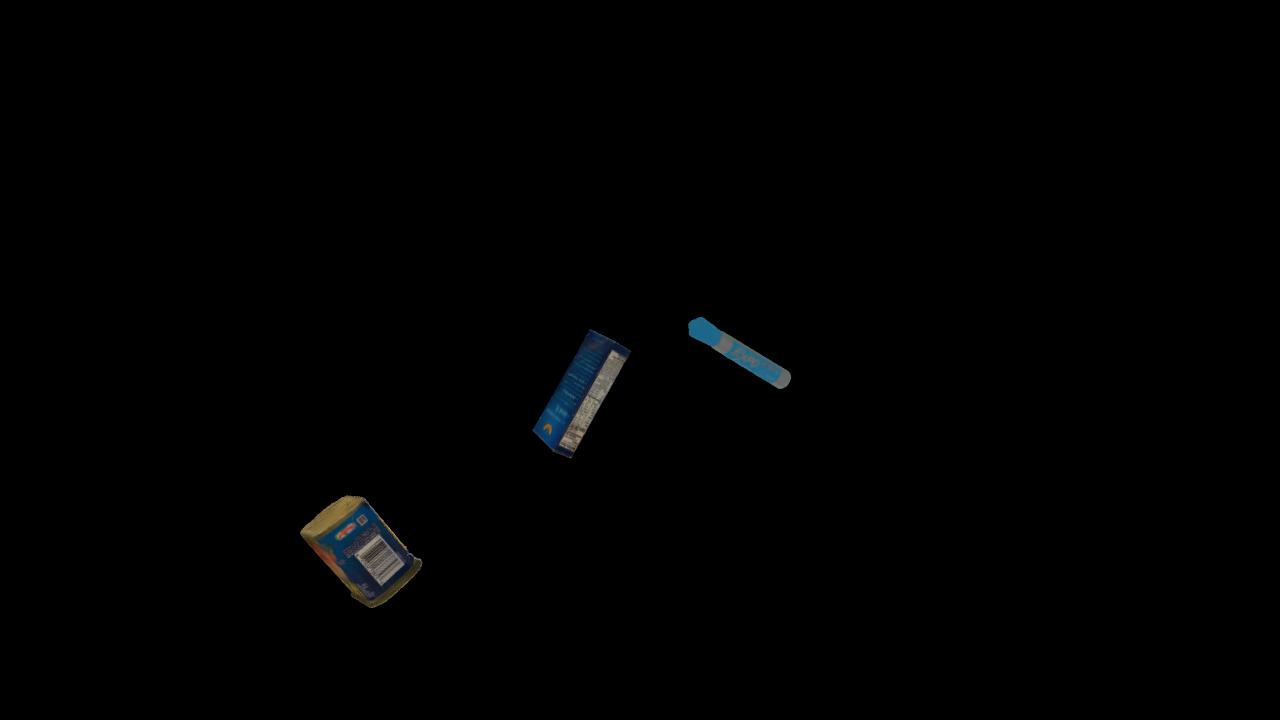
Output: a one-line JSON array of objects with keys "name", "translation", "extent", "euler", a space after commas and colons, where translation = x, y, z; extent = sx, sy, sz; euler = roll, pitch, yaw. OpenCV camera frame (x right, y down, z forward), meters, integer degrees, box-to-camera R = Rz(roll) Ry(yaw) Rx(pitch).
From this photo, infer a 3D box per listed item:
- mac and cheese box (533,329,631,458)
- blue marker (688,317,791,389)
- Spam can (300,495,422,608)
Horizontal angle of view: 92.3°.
[{"name": "mac and cheese box", "translation": [-0.090, 0.048, 0.938], "extent": [0.041, 0.184, 0.093], "euler": [31, -2, -33]}, {"name": "blue marker", "translation": [0.087, -0.006, 0.535], "extent": [0.121, 0.020, 0.020], "euler": [28, -16, -32]}, {"name": "Spam can", "translation": [-0.265, 0.177, 0.580], "extent": [0.101, 0.085, 0.058], "euler": [-15, 23, 51]}]
